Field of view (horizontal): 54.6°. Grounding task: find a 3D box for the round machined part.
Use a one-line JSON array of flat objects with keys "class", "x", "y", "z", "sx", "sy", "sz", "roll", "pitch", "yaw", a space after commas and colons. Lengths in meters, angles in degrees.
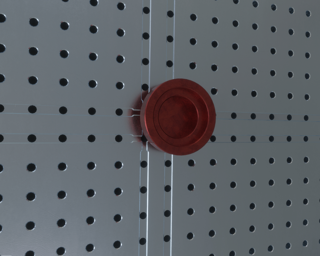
[{"class": "round machined part", "x": 0.021, "y": -0.014, "z": 0.411, "sx": 0.099, "sy": 0.042, "sz": 0.097, "roll": 0, "pitch": 90, "yaw": -20}]
